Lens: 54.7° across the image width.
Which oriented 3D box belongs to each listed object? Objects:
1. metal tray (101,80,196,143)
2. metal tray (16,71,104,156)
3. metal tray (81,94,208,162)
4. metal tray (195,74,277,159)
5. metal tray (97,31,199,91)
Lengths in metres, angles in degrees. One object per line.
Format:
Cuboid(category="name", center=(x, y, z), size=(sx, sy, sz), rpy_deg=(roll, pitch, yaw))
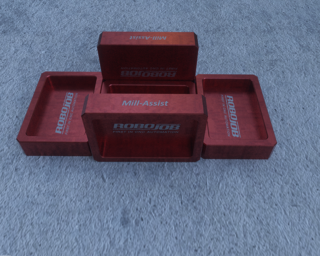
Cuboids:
Cuboid(category="metal tray", center=(-0.016, -0.024, 0.421), size=(0.131, 0.030, 0.090), rpy_deg=(1, 50, 0))
Cuboid(category="metal tray", center=(-0.126, -0.023, 0.419), size=(0.091, 0.030, 0.130), rpy_deg=(1, 50, 0))
Cuboid(category="metal tray", center=(-0.016, 0.002, 0.358), size=(0.131, 0.089, 0.030), rpy_deg=(0, 50, 0))
Cuboid(category="metal tray", center=(0.095, -0.019, 0.419), size=(0.091, 0.030, 0.130), rpy_deg=(1, 50, 0))
Cuboid(category="metal tray", center=(-0.016, -0.089, 0.437), size=(0.131, 0.089, 0.030), rpy_deg=(0, 50, -1))
